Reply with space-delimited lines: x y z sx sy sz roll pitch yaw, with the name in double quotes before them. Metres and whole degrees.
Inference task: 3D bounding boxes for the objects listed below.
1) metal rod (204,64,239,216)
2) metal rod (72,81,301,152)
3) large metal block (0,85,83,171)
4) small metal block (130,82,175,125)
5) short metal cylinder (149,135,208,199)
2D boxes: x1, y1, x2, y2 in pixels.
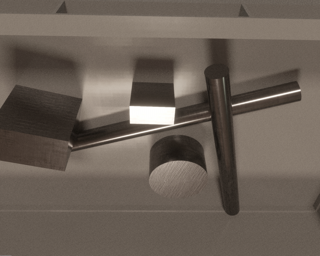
"metal rod" 0.090 0.040 0.421 0.025 0.025 0.299 -10 137 8
"metal rod" 0.021 -0.012 0.399 0.301 0.025 0.025 -13 129 10
"large metal block" -0.144 -0.001 0.370 0.081 0.080 0.050 12 129 -10
"small metal block" -0.009 -0.030 0.367 0.050 0.050 0.025 2 130 -2
"short metal cylinder" 0.025 0.056 0.441 0.081 0.050 0.079 0 130 0
